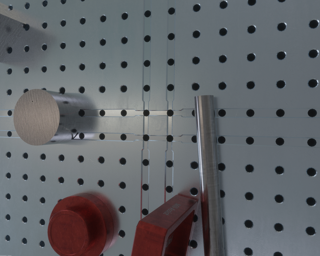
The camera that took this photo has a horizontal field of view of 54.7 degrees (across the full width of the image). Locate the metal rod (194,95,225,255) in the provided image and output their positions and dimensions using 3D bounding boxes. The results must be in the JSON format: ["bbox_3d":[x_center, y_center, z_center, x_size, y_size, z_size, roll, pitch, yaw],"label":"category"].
[{"bbox_3d":[0.065,0.109,0.389,0.025,0.025,0.298,-4,89,20],"label":"metal rod"}]

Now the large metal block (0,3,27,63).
[{"bbox_3d":[-0.273,-0.156,0.480,0.050,0.080,0.080,45,104,14],"label":"large metal block"}]

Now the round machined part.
[{"bbox_3d":[-0.121,0.147,0.446,0.098,0.042,0.097,0,90,20],"label":"round machined part"}]

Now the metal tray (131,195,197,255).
[{"bbox_3d":[0.006,0.136,0.355,0.030,0.130,0.089,12,94,20],"label":"metal tray"}]

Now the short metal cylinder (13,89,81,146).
[{"bbox_3d":[-0.166,-0.015,0.458,0.080,0.050,0.080,0,90,20],"label":"short metal cylinder"}]
